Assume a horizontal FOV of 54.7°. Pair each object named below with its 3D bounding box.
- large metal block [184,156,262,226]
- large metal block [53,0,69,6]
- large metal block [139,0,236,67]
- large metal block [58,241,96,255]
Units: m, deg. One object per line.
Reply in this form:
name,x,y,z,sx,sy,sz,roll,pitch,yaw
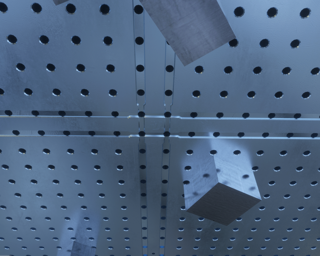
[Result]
large metal block,0.094,0.100,0.482,0.080,0.050,0.080,25,126,-20
large metal block,-0.052,-0.149,0.248,0.080,0.080,0.050,-16,128,13
large metal block,0.021,-0.116,0.277,0.050,0.080,0.080,-27,126,20
large metal block,-0.176,0.287,0.617,0.050,0.080,0.080,30,124,-23
